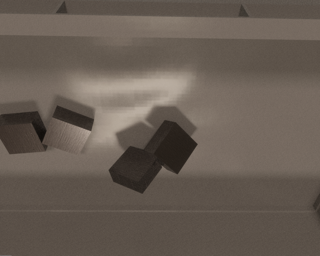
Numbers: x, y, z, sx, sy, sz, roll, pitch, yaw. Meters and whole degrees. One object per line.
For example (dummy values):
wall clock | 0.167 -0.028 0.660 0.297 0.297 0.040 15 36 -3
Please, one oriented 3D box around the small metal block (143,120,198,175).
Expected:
small metal block | 0.015 0.025 0.413 0.050 0.025 0.050 44 74 -31

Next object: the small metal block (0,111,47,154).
small metal block | -0.182 0.007 0.412 0.050 0.025 0.050 -5 130 4

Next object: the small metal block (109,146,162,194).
small metal block | -0.033 0.056 0.428 0.050 0.050 0.025 16 137 29

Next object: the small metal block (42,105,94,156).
small metal block | -0.122 0.004 0.411 0.050 0.025 0.050 22 127 -18
